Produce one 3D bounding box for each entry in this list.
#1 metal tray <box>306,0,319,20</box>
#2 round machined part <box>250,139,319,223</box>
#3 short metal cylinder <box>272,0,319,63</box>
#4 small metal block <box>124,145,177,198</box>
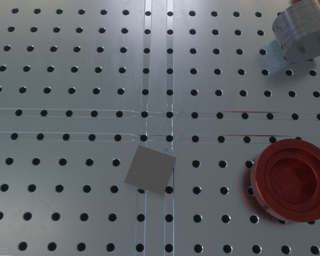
[{"bbox_3d":[0.290,-0.199,0.483,0.091,0.030,0.130,-21,72,-8],"label":"metal tray"},{"bbox_3d":[0.160,0.066,0.380,0.099,0.042,0.098,0,70,0],"label":"round machined part"},{"bbox_3d":[0.206,-0.135,0.434,0.081,0.080,0.050,-12,71,-4],"label":"short metal cylinder"},{"bbox_3d":[-0.012,0.055,0.391,0.050,0.025,0.050,19,71,6],"label":"small metal block"}]
